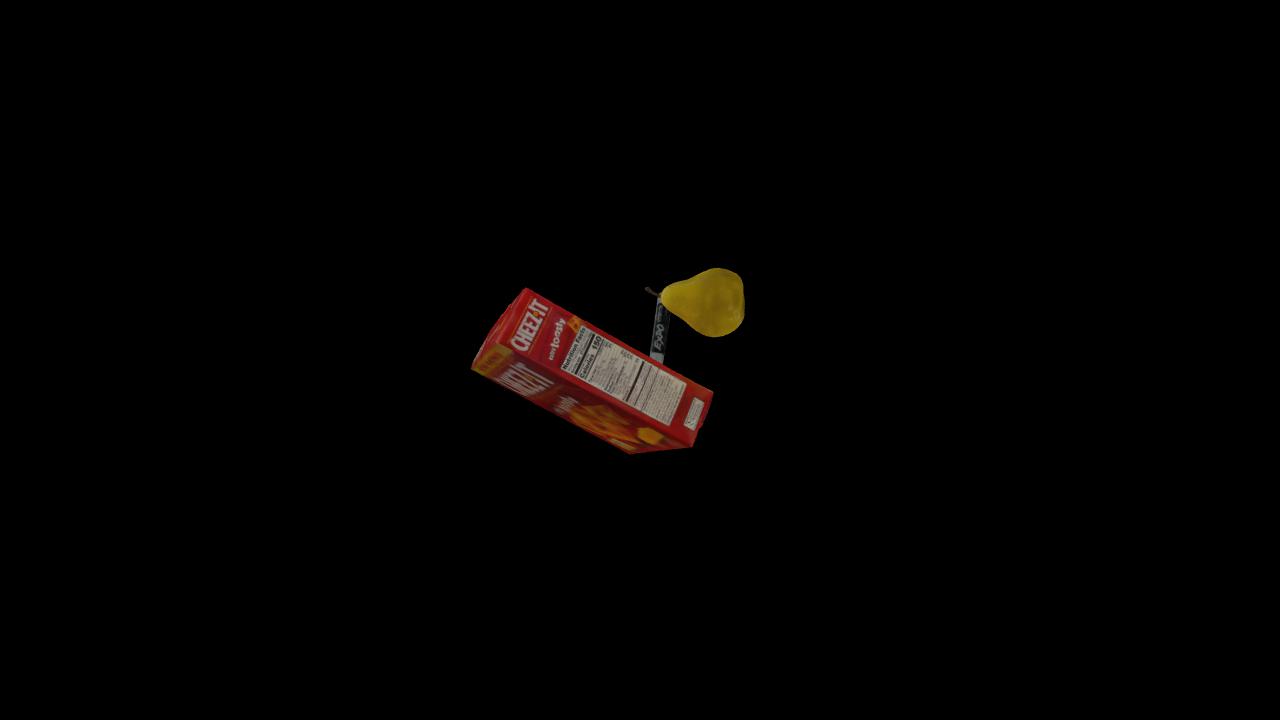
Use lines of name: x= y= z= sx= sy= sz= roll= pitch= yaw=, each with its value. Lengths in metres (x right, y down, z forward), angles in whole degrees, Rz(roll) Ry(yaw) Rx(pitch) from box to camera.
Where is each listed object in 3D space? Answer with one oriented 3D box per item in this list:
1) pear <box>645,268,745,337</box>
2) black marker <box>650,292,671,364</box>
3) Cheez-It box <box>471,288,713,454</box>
pear: x=0.062 y=-0.065 z=0.700 sx=0.111 sy=0.080 sz=0.080 roll=0 pitch=0 yaw=14
black marker: x=0.023 y=-0.023 z=0.733 sx=0.020 sy=0.121 sz=0.020 roll=8 pitch=-20 yaw=3
Cheez-It box: x=-0.058 y=0.023 z=0.661 sx=0.223 sy=0.071 sz=0.166 roll=30 pitch=-21 yaw=-16
